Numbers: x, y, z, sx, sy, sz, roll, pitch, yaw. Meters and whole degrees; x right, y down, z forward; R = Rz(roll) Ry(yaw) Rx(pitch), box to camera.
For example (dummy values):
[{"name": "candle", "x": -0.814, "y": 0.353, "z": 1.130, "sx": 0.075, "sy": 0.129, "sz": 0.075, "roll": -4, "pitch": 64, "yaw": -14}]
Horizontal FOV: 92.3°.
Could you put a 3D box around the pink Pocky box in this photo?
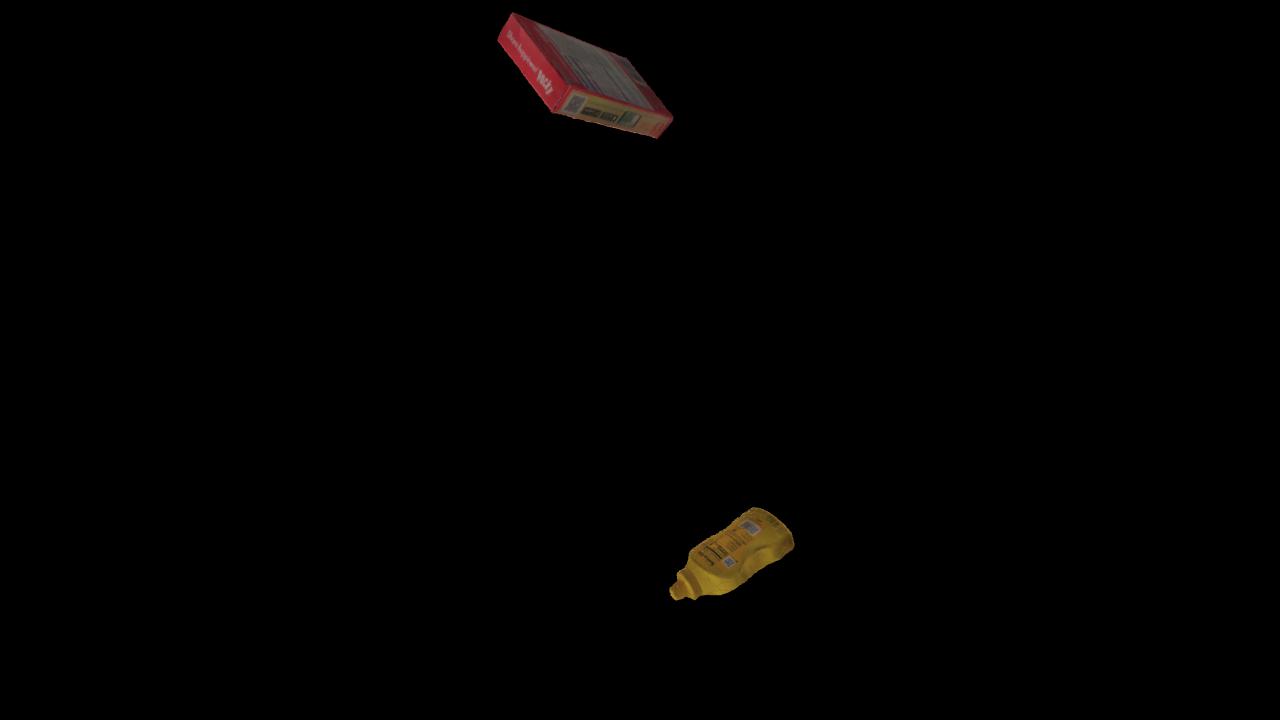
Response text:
[{"name": "pink Pocky box", "x": -0.040, "y": -0.238, "z": 0.527, "sx": 0.029, "sy": 0.084, "sz": 0.155, "roll": -44, "pitch": -15, "yaw": 32}]

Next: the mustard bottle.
[{"name": "mustard bottle", "x": 0.118, "y": 0.278, "z": 0.857, "sx": 0.184, "sy": 0.054, "sz": 0.092, "roll": -26, "pitch": 30, "yaw": -23}]
